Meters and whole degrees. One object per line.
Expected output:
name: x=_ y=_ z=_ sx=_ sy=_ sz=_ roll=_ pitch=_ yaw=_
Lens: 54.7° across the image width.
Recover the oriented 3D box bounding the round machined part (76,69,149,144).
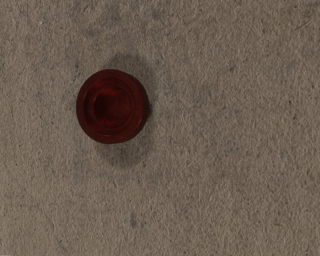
round machined part: x=-0.060 y=-0.028 z=0.420 sx=0.098 sy=0.042 sz=0.097 roll=0 pitch=90 yaw=19
